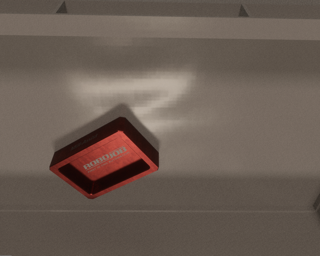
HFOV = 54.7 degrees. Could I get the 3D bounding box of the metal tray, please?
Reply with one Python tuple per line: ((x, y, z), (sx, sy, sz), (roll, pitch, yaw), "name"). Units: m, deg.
((-0.078, 0.048, 0.444), (0.130, 0.030, 0.090), (-27, 126, 20), "metal tray")
